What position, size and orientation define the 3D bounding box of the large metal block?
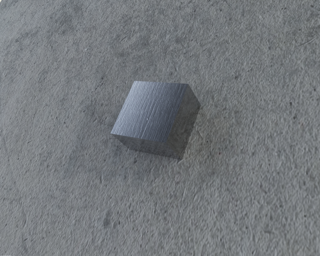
[{"bbox_3d":[-0.003,-0.011,0.397,0.080,0.050,0.080,8,66,31],"label":"large metal block"}]
